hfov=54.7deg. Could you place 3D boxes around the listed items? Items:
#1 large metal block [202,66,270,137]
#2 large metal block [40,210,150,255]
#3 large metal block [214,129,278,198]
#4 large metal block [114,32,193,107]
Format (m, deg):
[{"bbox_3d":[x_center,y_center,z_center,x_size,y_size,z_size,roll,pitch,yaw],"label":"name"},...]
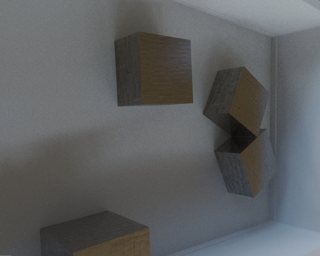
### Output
[{"bbox_3d":[0.123,-0.039,0.493,0.080,0.050,0.080,33,70,-35],"label":"large metal block"},{"bbox_3d":[-0.066,0.126,0.315,0.081,0.080,0.050,-5,93,-40],"label":"large metal block"},{"bbox_3d":[0.144,0.055,0.511,0.081,0.050,0.080,-34,111,-35],"label":"large metal block"},{"bbox_3d":[-0.007,-0.069,0.384,0.081,0.050,0.079,-5,93,-40],"label":"large metal block"}]
